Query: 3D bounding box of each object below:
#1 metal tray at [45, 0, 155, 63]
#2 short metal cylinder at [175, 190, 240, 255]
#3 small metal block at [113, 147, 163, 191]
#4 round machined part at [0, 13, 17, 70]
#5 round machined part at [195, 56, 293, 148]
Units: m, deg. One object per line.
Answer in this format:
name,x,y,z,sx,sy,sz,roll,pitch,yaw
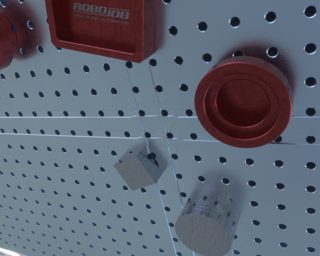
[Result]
metal tray,-0.071,-0.133,0.361,0.130,0.030,0.089,15,125,19
short metal cylinder,0.068,0.136,0.442,0.080,0.050,0.079,13,124,20
small metal block,-0.033,0.062,0.465,0.050,0.025,0.050,-25,105,36
round machined part,-0.249,-0.132,0.447,0.098,0.042,0.097,13,124,20
round machined part,0.091,-0.030,0.333,0.098,0.042,0.097,13,124,20
